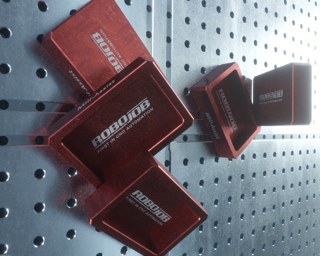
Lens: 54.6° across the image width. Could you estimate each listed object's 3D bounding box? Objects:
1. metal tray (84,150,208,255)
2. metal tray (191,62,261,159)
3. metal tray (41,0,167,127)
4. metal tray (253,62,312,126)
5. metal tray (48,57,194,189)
[{"bbox_3d":[-0.011,0.095,0.357,0.090,0.030,0.130,-41,129,0],"label":"metal tray"},{"bbox_3d":[0.109,-0.028,0.495,0.090,0.030,0.130,-40,115,-32],"label":"metal tray"},{"bbox_3d":[-0.057,-0.074,0.357,0.090,0.030,0.130,-51,120,-27],"label":"metal tray"},{"bbox_3d":[0.193,-0.049,0.502,0.030,0.130,0.090,1,89,-8],"label":"metal tray"},{"bbox_3d":[-0.040,-0.002,0.333,0.130,0.030,0.090,-39,117,-2],"label":"metal tray"}]
